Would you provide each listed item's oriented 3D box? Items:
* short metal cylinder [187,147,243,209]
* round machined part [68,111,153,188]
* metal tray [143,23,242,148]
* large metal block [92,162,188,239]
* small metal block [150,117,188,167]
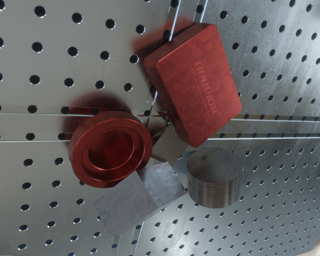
[{"bbox_3d":[0.081,0.073,0.465,0.081,0.080,0.050,-18,126,-18],"label":"short metal cylinder"},{"bbox_3d":[-0.062,0.022,0.380,0.099,0.042,0.097,-14,124,-21],"label":"round machined part"},{"bbox_3d":[0.046,-0.051,0.384,0.090,0.030,0.130,-38,125,-16],"label":"metal tray"},{"bbox_3d":[-0.024,0.091,0.402,0.080,0.050,0.080,-39,164,24],"label":"large metal block"},{"bbox_3d":[0.009,0.020,0.428,0.050,0.025,0.050,29,102,-38],"label":"small metal block"}]
